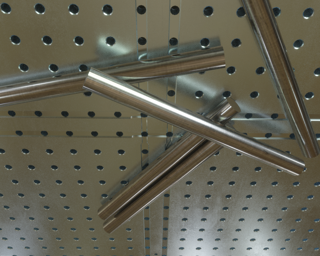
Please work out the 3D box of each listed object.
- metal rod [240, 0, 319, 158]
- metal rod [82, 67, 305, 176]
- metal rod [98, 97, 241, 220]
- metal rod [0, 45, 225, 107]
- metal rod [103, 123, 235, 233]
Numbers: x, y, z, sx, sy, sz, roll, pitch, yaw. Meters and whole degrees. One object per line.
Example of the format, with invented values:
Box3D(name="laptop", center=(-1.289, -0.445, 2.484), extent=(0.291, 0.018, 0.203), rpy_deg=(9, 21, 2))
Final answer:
Box3D(name="metal rod", center=(0.139, -0.066, 0.356), extent=(0.025, 0.025, 0.300), rpy_deg=(-24, 126, 19))
Box3D(name="metal rod", center=(0.055, 0.000, 0.377), extent=(0.302, 0.025, 0.025), rpy_deg=(22, 127, -18))
Box3D(name="metal rod", center=(-0.002, 0.059, 0.461), extent=(0.025, 0.025, 0.299), rpy_deg=(32, 123, -24))
Box3D(name="metal rod", center=(-0.077, -0.056, 0.362), extent=(0.301, 0.025, 0.025), rpy_deg=(-9, 130, 7))
Box3D(name="metal rod", center=(0.001, 0.091, 0.488), extent=(0.025, 0.025, 0.299), rpy_deg=(32, 123, -24))
